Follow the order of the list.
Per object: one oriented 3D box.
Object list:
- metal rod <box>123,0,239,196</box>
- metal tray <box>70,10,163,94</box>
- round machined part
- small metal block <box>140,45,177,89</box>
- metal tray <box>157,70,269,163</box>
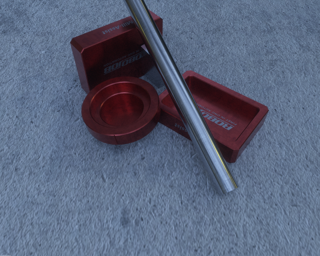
[{"bbox_3d":[0.017,-0.060,0.386,0.025,0.025,0.299,-21,75,-17],"label":"metal rod"},{"bbox_3d":[-0.056,-0.107,0.451,0.131,0.089,0.030,-30,57,-23],"label":"metal tray"},{"bbox_3d":[-0.048,-0.018,0.403,0.099,0.042,0.098,-3,53,5],"label":"round machined part"},{"bbox_3d":[-0.005,-0.095,0.461,0.025,0.050,0.050,-37,74,-24],"label":"small metal block"},{"bbox_3d":[0.066,-0.021,0.420,0.130,0.030,0.090,31,56,23],"label":"metal tray"}]
